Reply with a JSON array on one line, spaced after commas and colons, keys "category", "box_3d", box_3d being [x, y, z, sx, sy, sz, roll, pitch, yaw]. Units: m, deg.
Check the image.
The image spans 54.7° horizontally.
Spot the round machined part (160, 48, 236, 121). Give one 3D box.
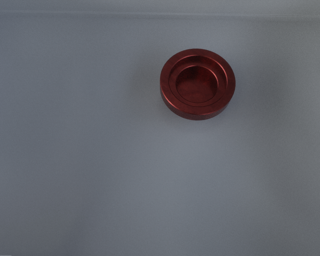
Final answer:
[{"category": "round machined part", "box_3d": [0.049, -0.055, 0.421, 0.099, 0.042, 0.098, 0, 70, -1]}]
